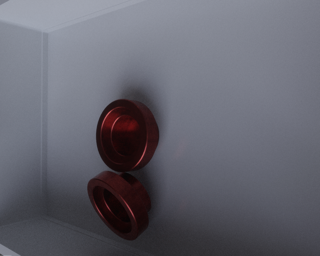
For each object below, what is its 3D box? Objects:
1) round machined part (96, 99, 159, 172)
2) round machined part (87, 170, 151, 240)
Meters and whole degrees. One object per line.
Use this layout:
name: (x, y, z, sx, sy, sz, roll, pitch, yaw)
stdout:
round machined part: (-0.040, 0.010, 0.428, 0.098, 0.042, 0.097, -2, 87, 39)
round machined part: (-0.051, 0.099, 0.421, 0.098, 0.042, 0.097, 26, 133, 32)
